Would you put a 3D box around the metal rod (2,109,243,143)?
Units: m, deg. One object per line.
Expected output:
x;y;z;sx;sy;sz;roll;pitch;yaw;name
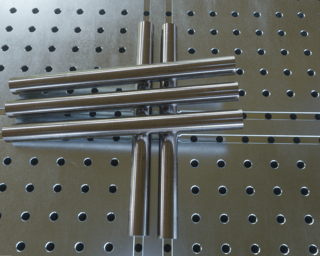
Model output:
-0.051;-0.002;0.389;0.302;0.025;0.025;-3;70;7;metal rod

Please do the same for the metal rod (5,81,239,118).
-0.053;-0.036;0.402;0.302;0.025;0.025;-4;70;7;metal rod

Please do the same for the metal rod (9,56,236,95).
-0.054;-0.070;0.415;0.302;0.025;0.025;-4;70;6;metal rod

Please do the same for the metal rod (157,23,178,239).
0.011;-0.010;0.416;0.025;0.025;0.299;1;70;0;metal rod

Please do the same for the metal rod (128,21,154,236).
-0.023;-0.013;0.416;0.025;0.025;0.299;1;70;0;metal rod
